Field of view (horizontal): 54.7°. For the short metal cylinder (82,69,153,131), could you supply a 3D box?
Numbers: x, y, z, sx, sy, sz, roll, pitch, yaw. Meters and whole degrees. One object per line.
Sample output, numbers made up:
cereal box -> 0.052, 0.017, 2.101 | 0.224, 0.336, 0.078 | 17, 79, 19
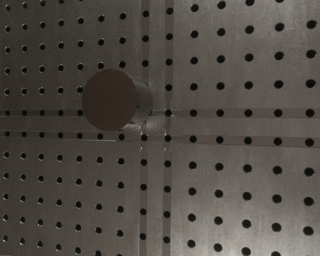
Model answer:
short metal cylinder -> -0.057, -0.036, 0.418 | 0.080, 0.050, 0.079 | 0, 90, 19
